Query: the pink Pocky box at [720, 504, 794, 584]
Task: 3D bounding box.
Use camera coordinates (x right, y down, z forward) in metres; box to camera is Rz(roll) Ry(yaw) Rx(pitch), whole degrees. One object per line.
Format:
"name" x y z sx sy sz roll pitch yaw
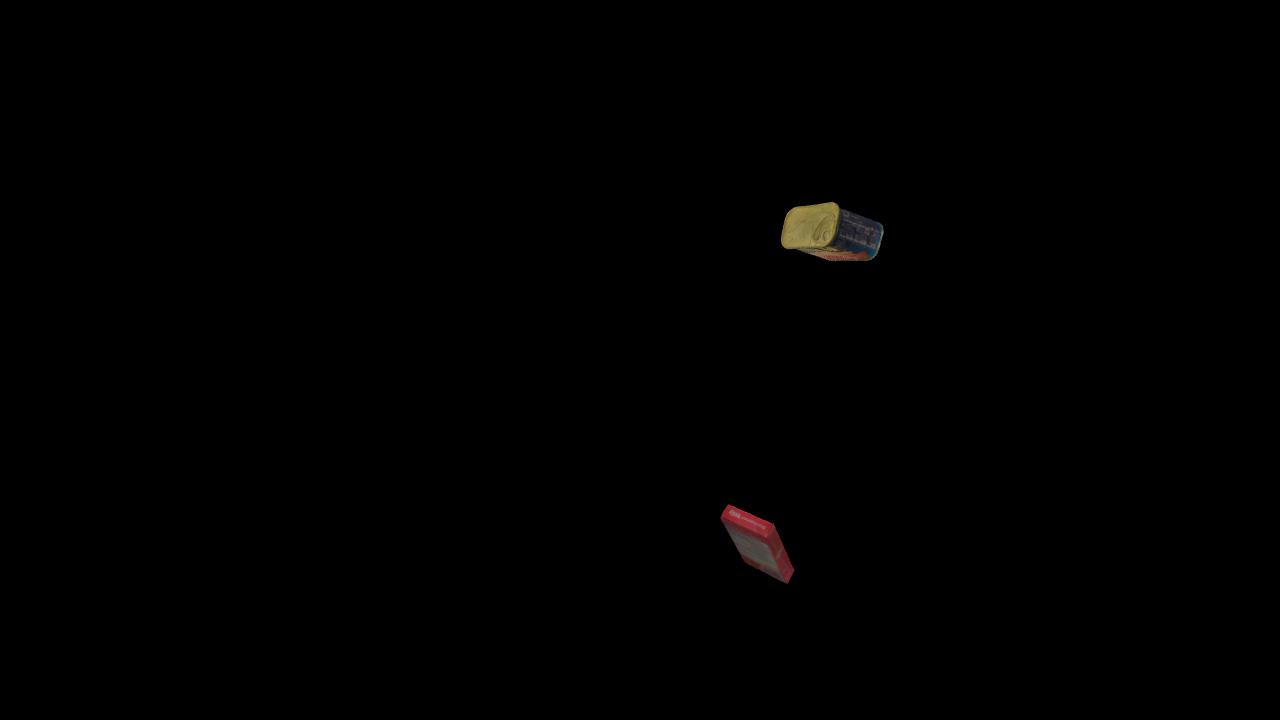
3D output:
"pink Pocky box" 0.187 0.292 0.971 0.084 0.029 0.155 16 -33 40

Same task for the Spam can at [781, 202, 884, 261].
"Spam can" 0.253 -0.166 0.813 0.085 0.058 0.101 10 4 -28
